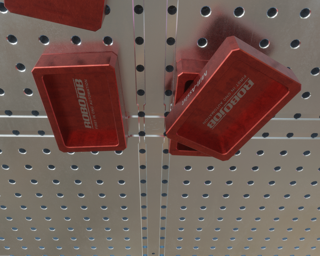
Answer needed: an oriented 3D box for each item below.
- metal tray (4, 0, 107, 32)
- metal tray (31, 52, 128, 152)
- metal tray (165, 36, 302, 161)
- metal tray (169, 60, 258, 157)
[{"bbox_3d":[-0.088,-0.160,0.271,0.091,0.030,0.129,10,129,-9],"label":"metal tray"},{"bbox_3d":[-0.092,-0.027,0.384,0.091,0.030,0.129,-2,130,1],"label":"metal tray"},{"bbox_3d":[0.076,-0.025,0.347,0.091,0.030,0.129,24,126,-20],"label":"metal tray"},{"bbox_3d":[0.061,-0.019,0.392,0.091,0.030,0.129,2,130,-3],"label":"metal tray"}]
